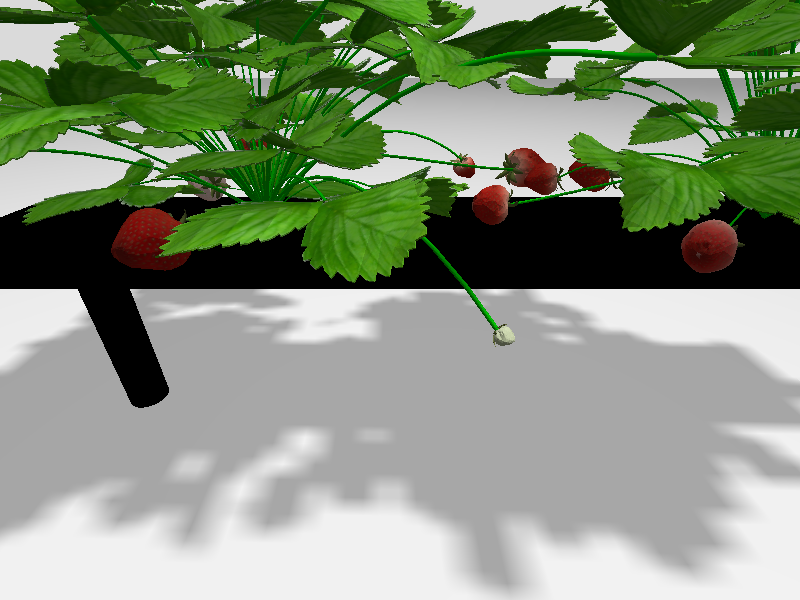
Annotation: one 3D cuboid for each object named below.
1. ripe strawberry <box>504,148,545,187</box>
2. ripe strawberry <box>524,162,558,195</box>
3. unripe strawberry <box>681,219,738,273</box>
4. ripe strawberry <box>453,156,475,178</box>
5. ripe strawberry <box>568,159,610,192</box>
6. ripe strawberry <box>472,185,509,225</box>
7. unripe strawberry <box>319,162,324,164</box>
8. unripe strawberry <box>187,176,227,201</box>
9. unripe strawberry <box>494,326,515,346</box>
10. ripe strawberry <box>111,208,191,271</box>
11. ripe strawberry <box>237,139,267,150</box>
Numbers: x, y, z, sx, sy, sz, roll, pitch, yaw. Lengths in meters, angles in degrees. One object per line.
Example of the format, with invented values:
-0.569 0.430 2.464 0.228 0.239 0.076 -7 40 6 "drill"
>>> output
0.140 -0.146 0.444 0.041 0.041 0.045 -11 32 -19 "ripe strawberry"
0.147 -0.126 0.418 0.033 0.033 0.036 6 31 22 "ripe strawberry"
0.200 -0.034 0.261 0.033 0.034 0.030 -24 38 -33 "unripe strawberry"
0.078 -0.157 0.479 0.028 0.025 0.026 35 -5 44 "ripe strawberry"
0.205 -0.139 0.429 0.043 0.043 0.047 20 36 30 "ripe strawberry"
0.077 -0.081 0.342 0.031 0.033 0.029 -2 31 -3 "ripe strawberry"
-0.110 -0.198 0.557 0.016 0.017 0.017 1 30 2 "unripe strawberry"
-0.199 -0.121 0.407 0.040 0.039 0.037 21 37 33 "unripe strawberry"
0.052 0.019 0.200 0.011 0.010 0.010 -25 39 -36 "unripe strawberry"
-0.163 -0.038 0.261 0.045 0.039 0.046 12 33 19 "ripe strawberry"
-0.198 -0.204 0.542 0.042 0.044 0.045 -10 30 -17 "ripe strawberry"
